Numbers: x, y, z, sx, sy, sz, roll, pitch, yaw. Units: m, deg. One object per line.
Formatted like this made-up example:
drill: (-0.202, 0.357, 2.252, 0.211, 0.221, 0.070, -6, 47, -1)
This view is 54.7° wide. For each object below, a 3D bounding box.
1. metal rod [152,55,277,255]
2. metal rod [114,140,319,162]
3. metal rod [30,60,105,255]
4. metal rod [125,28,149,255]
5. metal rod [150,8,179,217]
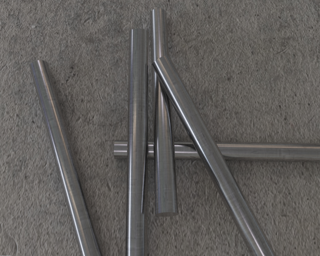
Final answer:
metal rod: (0.068, 0.047, 0.368, 0.025, 0.025, 0.299, -26, 81, -9)
metal rod: (0.094, 0.030, 0.397, 0.302, 0.025, 0.025, 1, 70, 0)
metal rod: (-0.118, 0.043, 0.391, 0.025, 0.025, 0.299, -20, 71, -7)
metal rod: (-0.027, 0.025, 0.371, 0.025, 0.025, 0.299, 0, 80, 0)
metal rod: (0.002, -0.039, 0.403, 0.025, 0.025, 0.299, -2, 63, -1)
